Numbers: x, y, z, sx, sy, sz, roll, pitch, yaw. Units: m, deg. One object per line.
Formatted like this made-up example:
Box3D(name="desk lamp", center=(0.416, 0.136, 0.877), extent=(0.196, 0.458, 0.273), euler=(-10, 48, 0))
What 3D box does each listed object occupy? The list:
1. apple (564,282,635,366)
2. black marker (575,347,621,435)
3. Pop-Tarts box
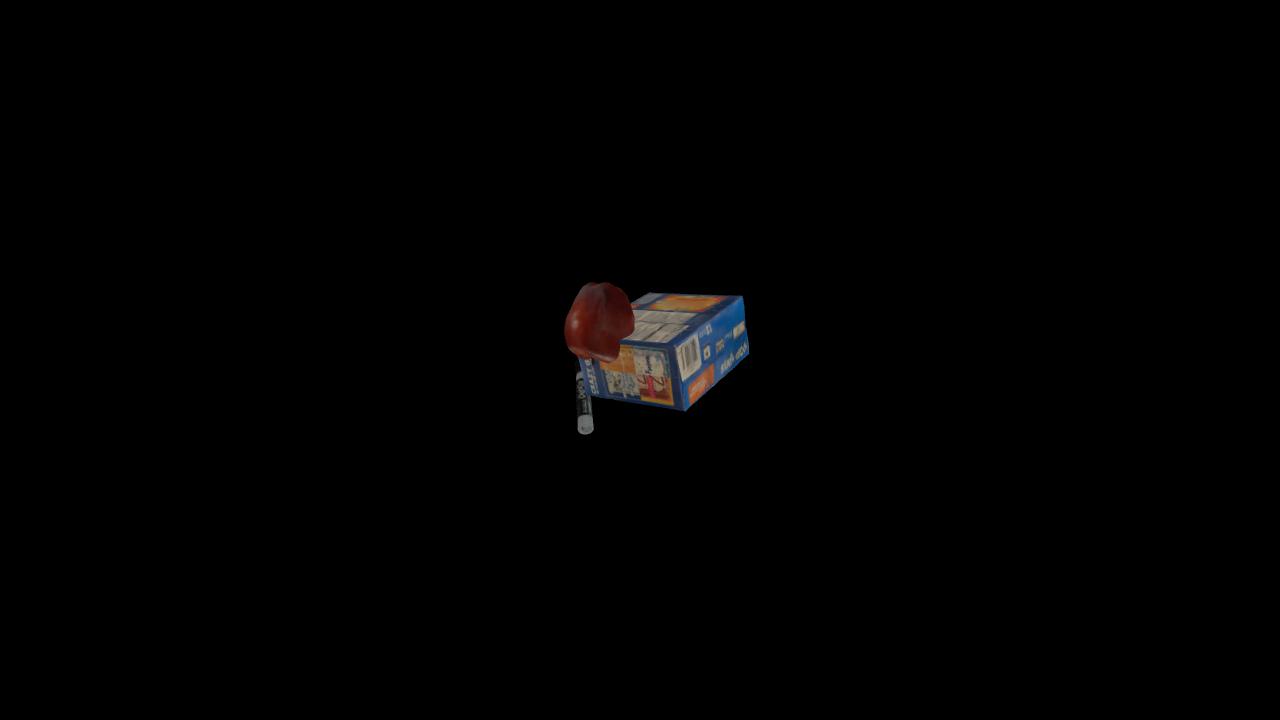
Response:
Box3D(name="apple", center=(-0.045, -0.039, 0.692), extent=(0.079, 0.093, 0.079), euler=(10, -8, 1))
Box3D(name="black marker", center=(-0.070, 0.041, 0.757), extent=(0.020, 0.020, 0.121), euler=(0, 41, -9))
Box3D(name="Pop-Tarts box", center=(0.031, -0.017, 0.740), extent=(0.141, 0.083, 0.167), euler=(7, 26, 34))
